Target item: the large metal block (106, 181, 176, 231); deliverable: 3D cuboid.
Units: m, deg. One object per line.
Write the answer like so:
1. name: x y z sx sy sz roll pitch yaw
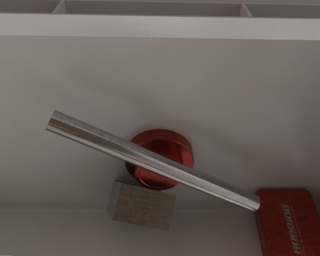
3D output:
1. large metal block: -0.031 0.114 0.464 0.081 0.050 0.080 16 168 -14

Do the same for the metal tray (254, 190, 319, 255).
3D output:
1. metal tray: 0.201 0.161 0.478 0.091 0.130 0.030 0 141 -1

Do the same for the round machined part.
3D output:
1. round machined part: -0.001 0.052 0.442 0.099 0.042 0.097 -1 130 0

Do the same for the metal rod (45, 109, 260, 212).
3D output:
1. metal rod: 0.006 0.050 0.396 0.302 0.025 0.025 25 126 -20
